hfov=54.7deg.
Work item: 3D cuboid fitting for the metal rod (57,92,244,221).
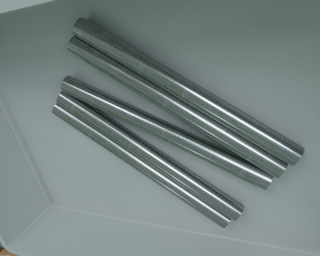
[{"bbox_3d":[-0.017,0.035,0.438,0.301,0.025,0.025,33,129,6],"label":"metal rod"}]

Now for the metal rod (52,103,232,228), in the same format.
[{"bbox_3d":[-0.029,0.050,0.453,0.301,0.025,0.025,33,129,6],"label":"metal rod"}]

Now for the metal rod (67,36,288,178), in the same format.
[{"bbox_3d":[0.016,-0.030,0.380,0.301,0.025,0.025,32,129,7],"label":"metal rod"}]

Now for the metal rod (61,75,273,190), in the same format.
[{"bbox_3d":[0.001,0.001,0.407,0.301,0.025,0.025,26,128,12],"label":"metal rod"}]

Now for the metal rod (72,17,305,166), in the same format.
[{"bbox_3d":[0.027,-0.047,0.364,0.301,0.025,0.025,32,129,7],"label":"metal rod"}]
